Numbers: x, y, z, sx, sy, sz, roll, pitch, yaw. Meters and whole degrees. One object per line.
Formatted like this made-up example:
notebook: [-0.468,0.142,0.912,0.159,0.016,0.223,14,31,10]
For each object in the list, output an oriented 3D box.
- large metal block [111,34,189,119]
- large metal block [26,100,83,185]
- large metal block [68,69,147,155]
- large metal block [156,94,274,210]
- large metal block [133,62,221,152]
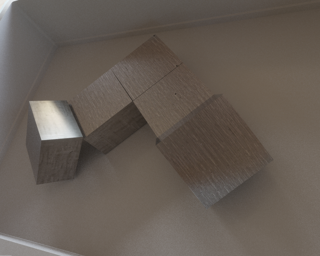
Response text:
large metal block: [-0.010,-0.073,0.437,0.080,0.050,0.080,-38,51,3]
large metal block: [-0.149,0.018,0.427,0.080,0.050,0.079,55,136,39]
large metal block: [-0.074,-0.024,0.441,0.080,0.050,0.080,-38,51,3]
large metal block: [0.052,0.021,0.320,0.080,0.050,0.080,-38,95,3]
large metal block: [0.026,-0.021,0.387,0.080,0.050,0.080,-38,51,3]
